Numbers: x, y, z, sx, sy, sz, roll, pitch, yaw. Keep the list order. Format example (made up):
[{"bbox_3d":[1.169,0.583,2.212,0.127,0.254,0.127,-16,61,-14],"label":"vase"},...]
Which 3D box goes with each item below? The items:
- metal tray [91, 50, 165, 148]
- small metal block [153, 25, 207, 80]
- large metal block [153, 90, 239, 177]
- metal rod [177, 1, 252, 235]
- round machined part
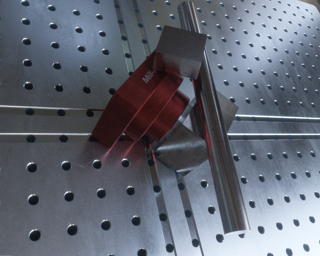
[{"bbox_3d":[-0.025,-0.044,0.381,0.030,0.090,0.130,37,51,-4],"label":"metal tray"},{"bbox_3d":[0.023,-0.086,0.349,0.050,0.025,0.050,14,52,2],"label":"small metal block"},{"bbox_3d":[0.045,0.004,0.393,0.050,0.080,0.080,37,51,-4],"label":"large metal block"},{"bbox_3d":[0.054,-0.034,0.357,0.025,0.025,0.299,7,59,-25],"label":"metal rod"},{"bbox_3d":[0.000,-0.022,0.381,0.042,0.097,0.098,37,51,-5],"label":"round machined part"}]
